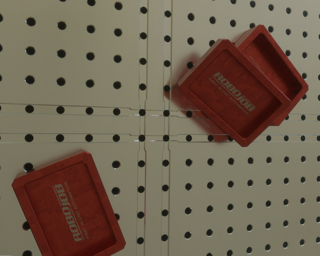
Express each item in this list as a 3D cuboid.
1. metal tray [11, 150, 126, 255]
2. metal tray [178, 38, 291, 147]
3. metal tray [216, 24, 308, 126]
[{"bbox_3d":[-0.106,0.102,0.371,0.091,0.030,0.129,-22,98,-19],"label":"metal tray"},{"bbox_3d":[0.101,-0.047,0.425,0.130,0.030,0.090,40,103,-13],"label":"metal tray"},{"bbox_3d":[0.156,-0.077,0.469,0.130,0.030,0.090,47,75,-14],"label":"metal tray"}]
